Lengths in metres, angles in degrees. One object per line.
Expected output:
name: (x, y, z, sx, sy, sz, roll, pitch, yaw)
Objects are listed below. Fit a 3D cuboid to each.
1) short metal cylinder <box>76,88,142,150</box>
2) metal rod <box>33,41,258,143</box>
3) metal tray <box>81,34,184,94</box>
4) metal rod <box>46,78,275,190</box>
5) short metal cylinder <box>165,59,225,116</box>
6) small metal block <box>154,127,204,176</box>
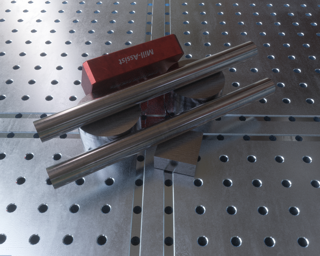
short metal cylinder: (-0.063, -0.005, 0.395, 0.081, 0.050, 0.080, 0, 50, 0)
metal rod: (-0.002, -0.053, 0.385, 0.302, 0.025, 0.025, -24, 54, -19)
metal tray: (-0.041, -0.081, 0.431, 0.131, 0.090, 0.030, -23, 86, -19)
metal rod: (0.016, -0.002, 0.375, 0.302, 0.025, 0.025, -23, 54, -19)
short metal cylinder: (0.047, -0.052, 0.436, 0.081, 0.050, 0.080, 0, 50, 0)
small metal block: (0.024, 0.027, 0.384, 0.050, 0.025, 0.050, 12, 51, 9)
